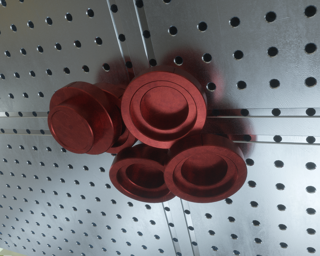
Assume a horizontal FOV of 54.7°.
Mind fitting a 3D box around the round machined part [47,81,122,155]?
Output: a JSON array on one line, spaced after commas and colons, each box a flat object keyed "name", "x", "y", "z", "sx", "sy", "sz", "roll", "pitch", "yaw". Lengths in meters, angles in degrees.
[{"name": "round machined part", "x": -0.102, "y": -0.006, "z": 0.393, "sx": 0.098, "sy": 0.042, "sz": 0.097, "roll": 13, "pitch": 124, "yaw": 20}]

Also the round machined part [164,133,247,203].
[{"name": "round machined part", "x": 0.054, "y": 0.045, "z": 0.383, "sx": 0.099, "sy": 0.042, "sz": 0.097, "roll": 1, "pitch": 127, "yaw": 1}]

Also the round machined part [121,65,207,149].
[{"name": "round machined part", "x": 0.006, "y": -0.027, "z": 0.367, "sx": 0.099, "sy": 0.042, "sz": 0.097, "roll": 4, "pitch": 119, "yaw": 7}]

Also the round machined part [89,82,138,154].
[{"name": "round machined part", "x": -0.065, "y": -0.017, "z": 0.422, "sx": 0.098, "sy": 0.042, "sz": 0.097, "roll": 13, "pitch": 124, "yaw": 20}]

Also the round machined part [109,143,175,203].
[{"name": "round machined part", "x": -0.018, "y": 0.059, "z": 0.433, "sx": 0.099, "sy": 0.042, "sz": 0.097, "roll": 7, "pitch": 133, "yaw": 8}]
